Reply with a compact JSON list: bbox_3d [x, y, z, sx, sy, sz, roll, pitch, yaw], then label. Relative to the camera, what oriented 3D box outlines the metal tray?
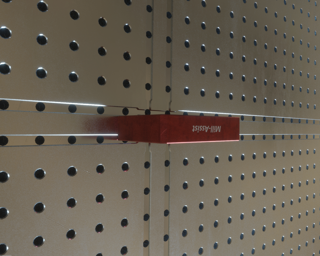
[{"bbox_3d":[0.025,0.001,0.386,0.131,0.090,0.030,0,90,-40],"label":"metal tray"}]
